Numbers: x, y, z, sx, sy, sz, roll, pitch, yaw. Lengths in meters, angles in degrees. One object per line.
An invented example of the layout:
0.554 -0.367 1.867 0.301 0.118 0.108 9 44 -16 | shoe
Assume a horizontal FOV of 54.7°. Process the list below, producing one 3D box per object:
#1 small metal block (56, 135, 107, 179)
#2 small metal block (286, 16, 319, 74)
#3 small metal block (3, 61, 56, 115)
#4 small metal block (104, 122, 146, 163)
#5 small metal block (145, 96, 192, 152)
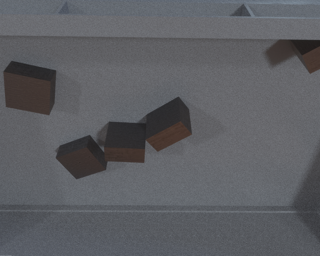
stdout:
-0.111 0.043 0.444 0.050 0.025 0.050 -19 128 15 | small metal block
0.166 -0.090 0.318 0.050 0.050 0.025 -28 125 21 | small metal block
-0.153 -0.047 0.368 0.050 0.025 0.050 11 129 -10 | small metal block
-0.044 0.018 0.407 0.050 0.050 0.025 3 130 -3 | small metal block
0.010 -0.005 0.388 0.050 0.050 0.025 -28 125 22 | small metal block
